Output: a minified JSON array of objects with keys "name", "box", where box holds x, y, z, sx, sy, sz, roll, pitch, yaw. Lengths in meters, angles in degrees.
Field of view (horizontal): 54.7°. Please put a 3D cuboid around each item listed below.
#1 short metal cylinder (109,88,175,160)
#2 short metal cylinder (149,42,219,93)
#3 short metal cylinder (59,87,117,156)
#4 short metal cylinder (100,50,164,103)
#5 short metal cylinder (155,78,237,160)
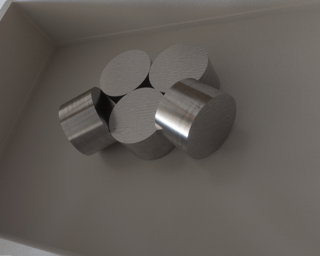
[{"name":"short metal cylinder","box":[-0.018,-0.005,0.400,0.080,0.050,0.080,-13,56,21]},{"name":"short metal cylinder","box":[0.033,-0.066,0.411,0.080,0.050,0.080,-13,56,21]},{"name":"short metal cylinder","box":[-0.090,-0.009,0.422,0.050,0.080,0.080,-27,52,11]},{"name":"short metal cylinder","box":[-0.039,-0.066,0.449,0.080,0.050,0.080,-13,56,21]},{"name":"short metal cylinder","box":[0.041,-0.011,0.353,0.050,0.080,0.080,33,81,38]}]
